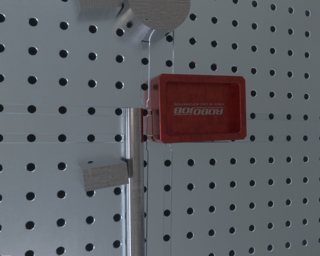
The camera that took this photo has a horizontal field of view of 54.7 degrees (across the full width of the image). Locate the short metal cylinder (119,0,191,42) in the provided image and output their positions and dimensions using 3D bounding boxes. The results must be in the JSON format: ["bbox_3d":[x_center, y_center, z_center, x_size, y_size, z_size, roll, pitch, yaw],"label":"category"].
[{"bbox_3d":[-0.008,-0.157,0.396,0.081,0.050,0.080,0,90,-20],"label":"short metal cylinder"}]

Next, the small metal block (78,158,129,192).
[{"bbox_3d":[-0.069,0.055,0.374,0.050,0.050,0.025,-7,93,-20],"label":"small metal block"}]

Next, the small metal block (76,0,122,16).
[{"bbox_3d":[-0.079,-0.169,0.383,0.050,0.025,0.050,-11,94,-20],"label":"small metal block"}]

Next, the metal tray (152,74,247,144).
[{"bbox_3d":[0.056,-0.027,0.430,0.131,0.030,0.089,-2,91,-20],"label":"metal tray"}]

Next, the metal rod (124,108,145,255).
[{"bbox_3d":[-0.033,0.124,0.400,0.025,0.025,0.298,-1,90,-20],"label":"metal rod"}]
